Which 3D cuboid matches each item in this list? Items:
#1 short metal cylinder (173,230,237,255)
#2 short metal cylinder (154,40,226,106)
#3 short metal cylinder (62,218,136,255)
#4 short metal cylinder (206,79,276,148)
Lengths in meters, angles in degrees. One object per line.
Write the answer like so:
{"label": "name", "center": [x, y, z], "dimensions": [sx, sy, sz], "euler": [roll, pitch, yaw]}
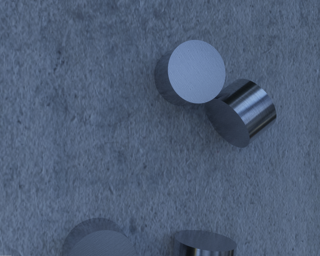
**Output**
{"label": "short metal cylinder", "center": [0.057, 0.170, 0.402], "dimensions": [0.081, 0.080, 0.050], "euler": [7, 88, -20]}
{"label": "short metal cylinder", "center": [0.039, -0.071, 0.411], "dimensions": [0.081, 0.050, 0.079], "euler": [0, 90, -21]}
{"label": "short metal cylinder", "center": [-0.073, 0.154, 0.370], "dimensions": [0.081, 0.050, 0.079], "euler": [0, 90, -21]}
{"label": "short metal cylinder", "center": [0.108, -0.020, 0.421], "dimensions": [0.050, 0.080, 0.080], "euler": [-36, 102, -17]}
